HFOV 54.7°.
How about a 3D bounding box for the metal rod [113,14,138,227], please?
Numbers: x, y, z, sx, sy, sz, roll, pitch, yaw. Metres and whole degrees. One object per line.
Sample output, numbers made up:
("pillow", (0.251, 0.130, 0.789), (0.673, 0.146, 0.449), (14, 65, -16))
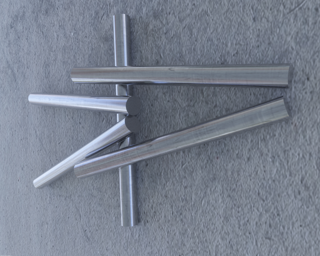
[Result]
("metal rod", (-0.050, -0.012, 0.445), (0.025, 0.025, 0.298), (-4, 87, 39))

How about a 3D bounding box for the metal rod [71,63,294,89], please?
("metal rod", (0.002, -0.065, 0.382), (0.300, 0.025, 0.025), (6, 94, 33))

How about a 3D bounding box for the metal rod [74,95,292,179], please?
("metal rod", (0.004, 0.021, 0.381), (0.300, 0.025, 0.025), (-19, 78, 31))

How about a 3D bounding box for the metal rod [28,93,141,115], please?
("metal rod", (-0.139, -0.043, 0.500), (0.300, 0.025, 0.025), (8, 95, 45))

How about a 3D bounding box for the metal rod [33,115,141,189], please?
("metal rod", (-0.133, 0.050, 0.495), (0.299, 0.025, 0.025), (-29, 72, 41))
